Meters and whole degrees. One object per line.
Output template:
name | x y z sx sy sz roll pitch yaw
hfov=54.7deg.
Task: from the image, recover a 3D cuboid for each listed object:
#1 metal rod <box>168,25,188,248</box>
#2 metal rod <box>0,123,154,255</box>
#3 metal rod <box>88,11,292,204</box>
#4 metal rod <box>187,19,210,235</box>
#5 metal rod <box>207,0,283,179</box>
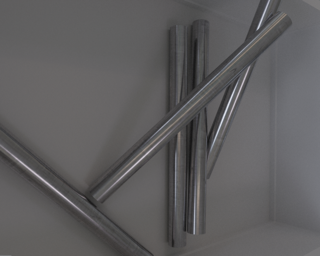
metal rod | 0.025 0.011 0.427 0.025 0.025 0.298 1 90 -40
metal rod | -0.102 0.067 0.321 0.300 0.025 0.025 51 60 -28
metal rod | 0.037 -0.026 0.358 0.300 0.025 0.025 -43 119 -4
metal rod | 0.055 -0.007 0.438 0.025 0.025 0.298 8 81 -40
metal rod | 0.106 -0.064 0.413 0.025 0.025 0.298 1 115 -40
